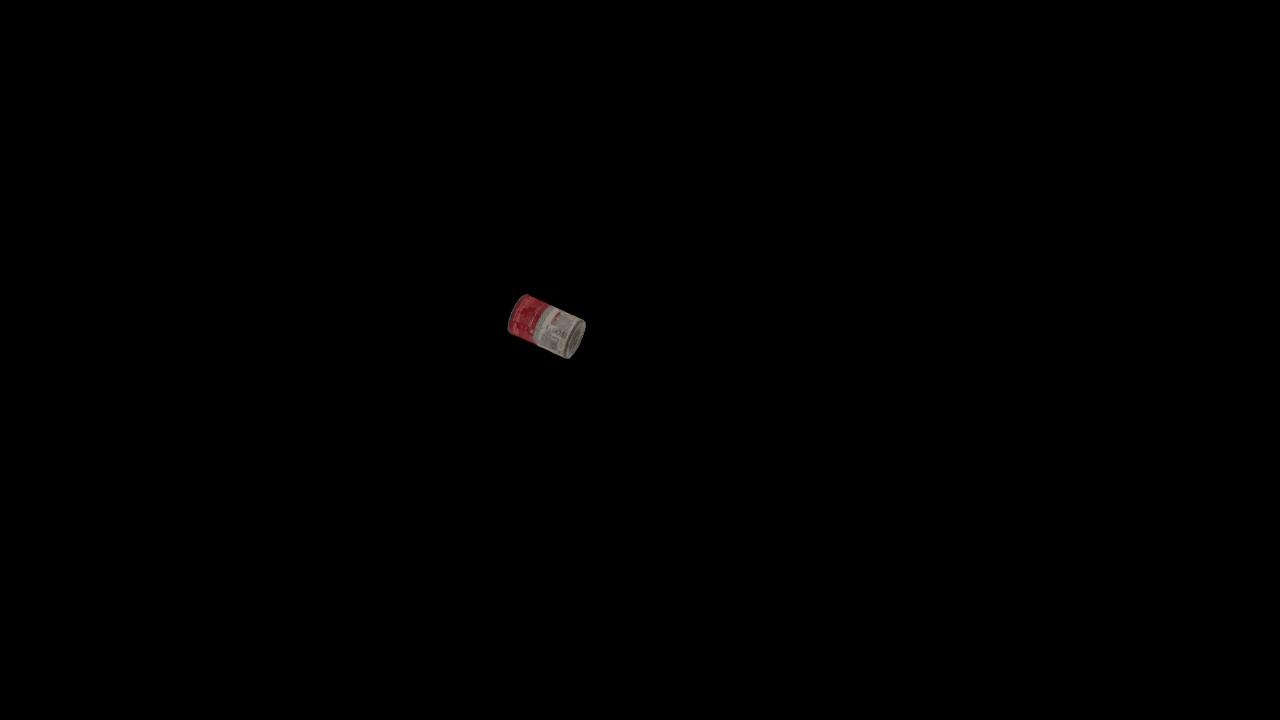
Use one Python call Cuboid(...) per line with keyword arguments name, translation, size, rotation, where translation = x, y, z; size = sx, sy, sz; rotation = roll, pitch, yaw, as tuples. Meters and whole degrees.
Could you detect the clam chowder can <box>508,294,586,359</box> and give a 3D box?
Cuboid(name="clam chowder can", translation=(-0.143, -0.051, 0.953), size=(0.102, 0.068, 0.068), rotation=(24, 4, 9))
